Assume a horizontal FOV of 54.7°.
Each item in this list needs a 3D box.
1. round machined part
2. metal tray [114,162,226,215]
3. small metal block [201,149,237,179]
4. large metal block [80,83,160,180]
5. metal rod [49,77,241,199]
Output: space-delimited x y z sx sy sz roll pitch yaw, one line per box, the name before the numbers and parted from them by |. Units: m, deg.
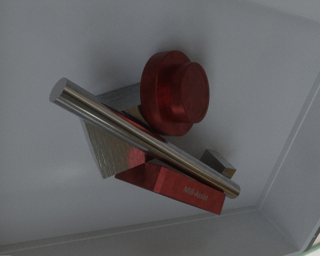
round machined part | 0.023 -0.039 0.352 0.099 0.042 0.097 -2 93 -57
metal tray | 0.016 0.079 0.419 0.131 0.090 0.030 29 75 -39
small metal block | 0.083 0.069 0.481 0.025 0.050 0.050 16 110 -35
large metal block | -0.046 0.002 0.368 0.081 0.050 0.079 -21 127 -17
metal rod | 0.009 0.030 0.365 0.301 0.025 0.025 33 100 -39
